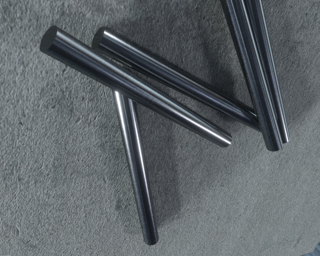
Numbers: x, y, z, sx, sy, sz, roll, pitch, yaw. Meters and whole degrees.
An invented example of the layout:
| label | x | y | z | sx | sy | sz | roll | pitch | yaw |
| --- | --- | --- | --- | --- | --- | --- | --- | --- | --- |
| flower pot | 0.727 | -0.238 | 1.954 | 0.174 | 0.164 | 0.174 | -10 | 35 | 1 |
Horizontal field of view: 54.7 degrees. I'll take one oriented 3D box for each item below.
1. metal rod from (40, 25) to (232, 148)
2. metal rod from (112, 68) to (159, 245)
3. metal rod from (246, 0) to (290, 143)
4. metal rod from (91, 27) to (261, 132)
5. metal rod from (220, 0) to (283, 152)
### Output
| label | x | y | z | sx | sy | sz | roll | pitch | yaw |
| --- | --- | --- | --- | --- | --- | --- | --- | --- | --- |
| metal rod | 0.003 | -0.028 | 0.365 | 0.301 | 0.025 | 0.025 | 26 | 105 | -45 |
| metal rod | -0.030 | 0.061 | 0.427 | 0.025 | 0.025 | 0.298 | -19 | 126 | -17 |
| metal rod | 0.150 | -0.082 | 0.437 | 0.025 | 0.025 | 0.299 | -35 | 129 | -5 |
| metal rod | 0.051 | -0.048 | 0.404 | 0.302 | 0.025 | 0.025 | 21 | 107 | -36 |
| metal rod | 0.117 | -0.082 | 0.400 | 0.025 | 0.025 | 0.299 | -33 | 123 | -7 |
